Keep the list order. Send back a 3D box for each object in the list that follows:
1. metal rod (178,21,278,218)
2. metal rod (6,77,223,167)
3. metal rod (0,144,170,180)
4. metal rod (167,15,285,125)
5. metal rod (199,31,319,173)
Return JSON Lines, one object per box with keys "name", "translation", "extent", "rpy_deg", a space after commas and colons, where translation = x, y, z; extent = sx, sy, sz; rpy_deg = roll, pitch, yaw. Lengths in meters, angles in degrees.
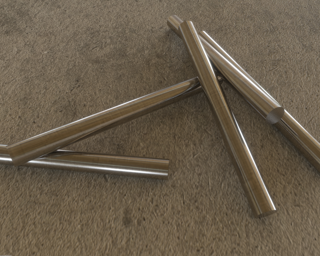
{"name": "metal rod", "translation": [0.076, -0.032, 0.404], "extent": [0.025, 0.025, 0.299], "rpy_deg": [-11, 59, -9]}
{"name": "metal rod", "translation": [-0.038, -0.023, 0.402], "extent": [0.302, 0.025, 0.025], "rpy_deg": [-23, 54, -26]}
{"name": "metal rod", "translation": [-0.140, 0.036, 0.371], "extent": [0.302, 0.025, 0.025], "rpy_deg": [5, 50, 4]}
{"name": "metal rod", "translation": [0.078, -0.104, 0.461], "extent": [0.025, 0.025, 0.300], "rpy_deg": [-17, 43, -14]}
{"name": "metal rod", "translation": [0.136, -0.053, 0.448], "extent": [0.025, 0.025, 0.300], "rpy_deg": [-21, 53, -16]}
